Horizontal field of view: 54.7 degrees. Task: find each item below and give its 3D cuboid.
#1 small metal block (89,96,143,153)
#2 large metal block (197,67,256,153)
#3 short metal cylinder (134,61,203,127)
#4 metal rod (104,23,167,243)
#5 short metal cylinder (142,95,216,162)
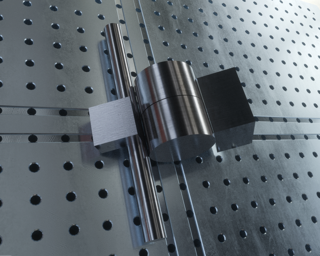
[{"bbox_3d":[-0.052,-0.004,0.363,0.050,0.025,0.050,-16,64,3],"label":"small metal block"},{"bbox_3d":[0.089,-0.022,0.420,0.050,0.080,0.080,-16,65,6],"label":"large metal block"},{"bbox_3d":[0.011,-0.042,0.399,0.081,0.080,0.050,0,62,-28],"label":"short metal cylinder"},{"bbox_3d":[-0.037,-0.013,0.390,0.025,0.025,0.299,0,62,-28],"label":"metal rod"},{"bbox_3d":[0.022,0.003,0.377,0.081,0.080,0.050,0,62,-28],"label":"short metal cylinder"}]
